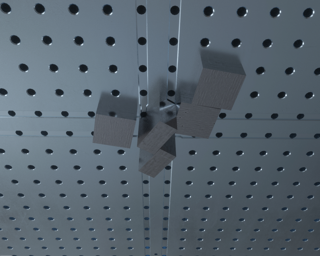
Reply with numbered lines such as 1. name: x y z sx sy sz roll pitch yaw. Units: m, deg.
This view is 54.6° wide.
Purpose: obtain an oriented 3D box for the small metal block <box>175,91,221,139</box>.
1. small metal block: 0.044 -0.016 0.398 0.050 0.025 0.050 9 130 -8

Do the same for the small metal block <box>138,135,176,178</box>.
1. small metal block: -0.004 0.031 0.421 0.025 0.050 0.050 28 125 -22

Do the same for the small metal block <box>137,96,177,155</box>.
1. small metal block: -0.004 -0.003 0.392 0.025 0.050 0.050 27 125 -21

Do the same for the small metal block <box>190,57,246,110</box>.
1. small metal block: 0.067 -0.052 0.368 0.050 0.025 0.050 9 130 -7

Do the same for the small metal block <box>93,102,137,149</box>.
1. small metal block: -0.060 -0.003 0.409 0.050 0.025 0.050 9 130 -8
